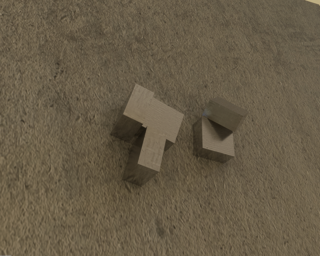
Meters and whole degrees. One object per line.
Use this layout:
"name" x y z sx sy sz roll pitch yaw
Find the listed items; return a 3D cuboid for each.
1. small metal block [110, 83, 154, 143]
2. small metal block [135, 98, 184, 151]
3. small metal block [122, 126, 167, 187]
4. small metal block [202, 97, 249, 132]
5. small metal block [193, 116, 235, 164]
"small metal block" -0.034 -0.017 0.380 0.025 0.050 0.050 26 53 -12
"small metal block" -0.002 -0.005 0.406 0.050 0.025 0.050 29 52 -10
"small metal block" -0.018 0.033 0.357 0.025 0.050 0.050 23 53 -14
"small metal block" 0.095 -0.021 0.445 0.050 0.025 0.050 29 20 17
"small metal block" 0.074 0.017 0.433 0.050 0.025 0.050 16 55 -19
